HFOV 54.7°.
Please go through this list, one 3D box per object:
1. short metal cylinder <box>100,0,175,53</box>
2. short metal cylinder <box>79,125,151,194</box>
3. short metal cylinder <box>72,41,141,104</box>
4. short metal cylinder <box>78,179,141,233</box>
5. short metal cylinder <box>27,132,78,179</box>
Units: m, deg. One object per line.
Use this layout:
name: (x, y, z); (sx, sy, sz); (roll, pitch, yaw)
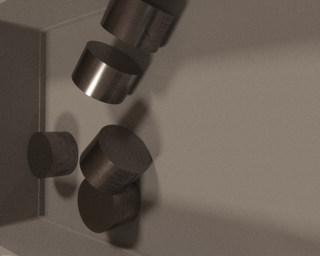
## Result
short metal cylinder: (-0.028, -0.138, 0.392); (0.080, 0.081, 0.050); (44, 116, 30)
short metal cylinder: (-0.060, 0.042, 0.418); (0.050, 0.081, 0.080); (-47, 62, 29)
short metal cylinder: (-0.074, -0.077, 0.430); (0.080, 0.081, 0.050); (49, 119, 28)
short metal cylinder: (-0.074, 0.105, 0.450); (0.080, 0.050, 0.079); (0, 90, 39)
short metal cylinder: (-0.188, 0.046, 0.543); (0.080, 0.050, 0.079); (0, 90, 39)
